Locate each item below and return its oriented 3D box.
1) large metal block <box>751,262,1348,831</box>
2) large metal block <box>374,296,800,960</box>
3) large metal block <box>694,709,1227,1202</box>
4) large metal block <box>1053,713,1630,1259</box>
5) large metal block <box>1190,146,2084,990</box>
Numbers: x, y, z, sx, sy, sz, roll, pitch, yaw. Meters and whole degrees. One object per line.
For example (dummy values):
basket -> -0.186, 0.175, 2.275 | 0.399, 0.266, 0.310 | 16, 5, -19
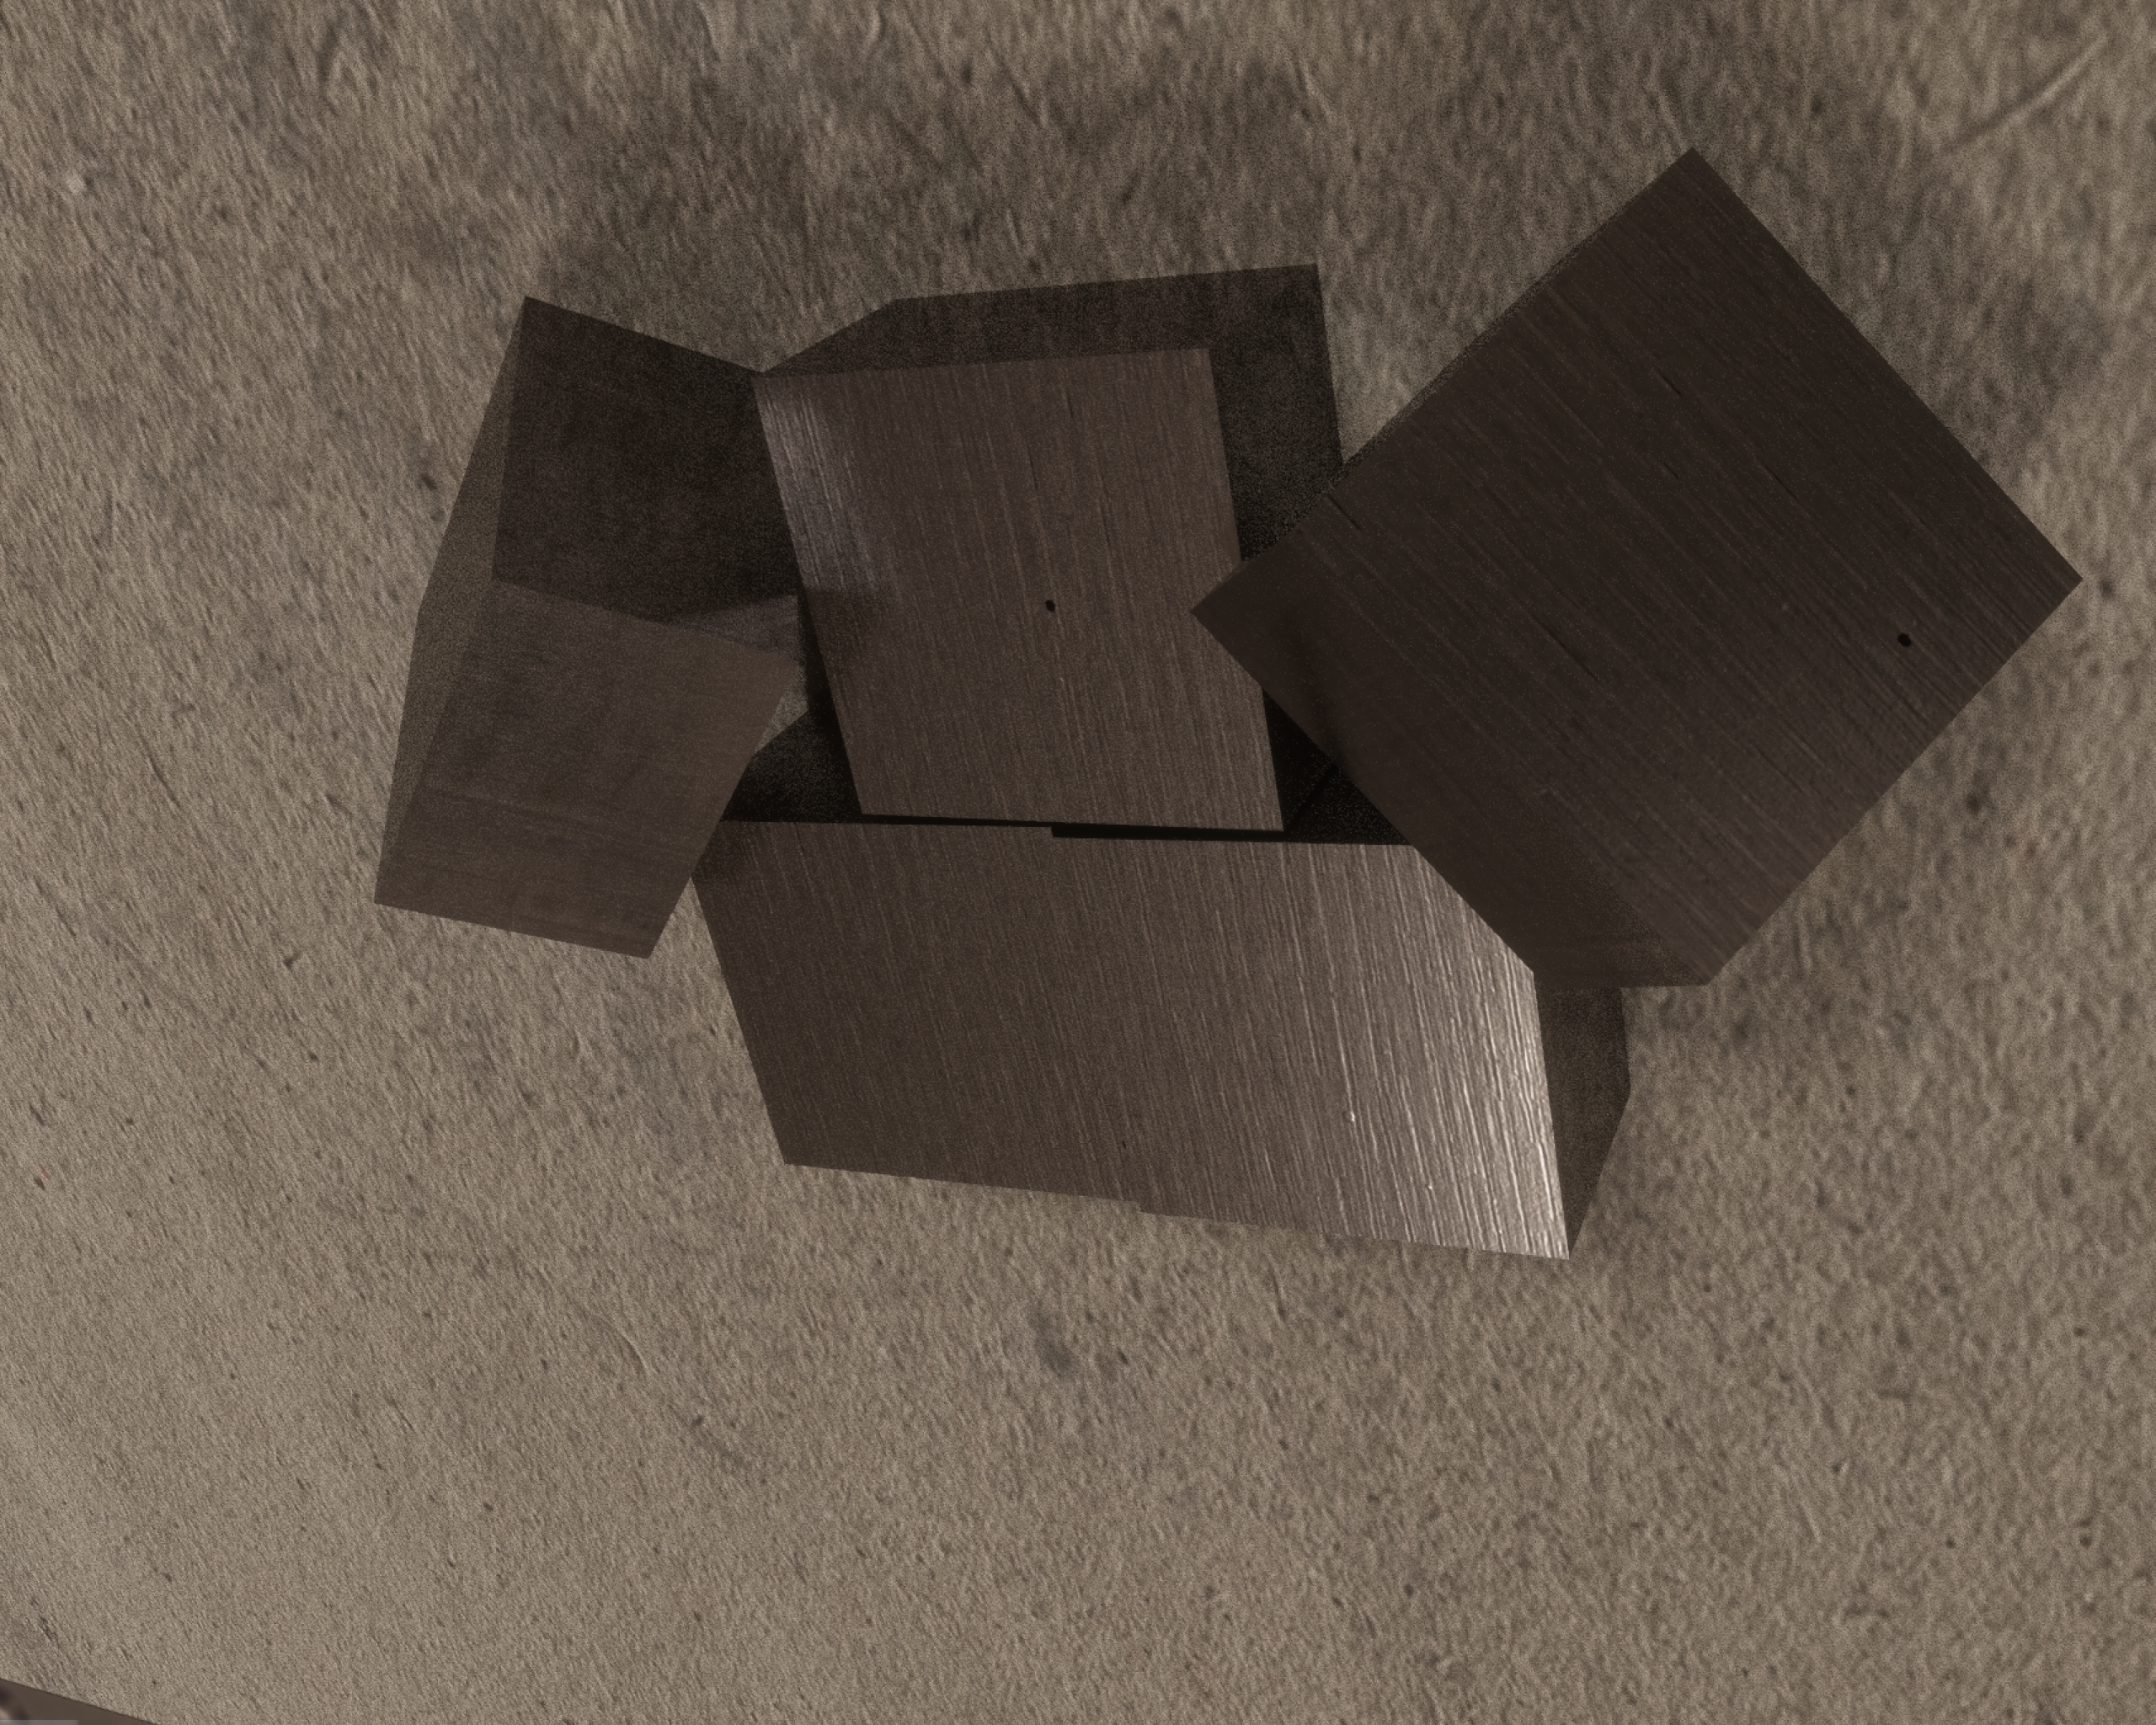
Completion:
large metal block -> 0.001, -0.054, 0.358 | 0.080, 0.050, 0.079 | 3, 120, 26
large metal block -> -0.090, -0.042, 0.384 | 0.050, 0.080, 0.079 | 14, 133, -23
large metal block -> -0.022, 0.016, 0.411 | 0.080, 0.050, 0.079 | 1, 119, 27
large metal block -> 0.050, 0.020, 0.375 | 0.080, 0.050, 0.079 | 1, 119, 27
large metal block -> 0.077, -0.038, 0.300 | 0.080, 0.080, 0.050 | 46, 169, -4
